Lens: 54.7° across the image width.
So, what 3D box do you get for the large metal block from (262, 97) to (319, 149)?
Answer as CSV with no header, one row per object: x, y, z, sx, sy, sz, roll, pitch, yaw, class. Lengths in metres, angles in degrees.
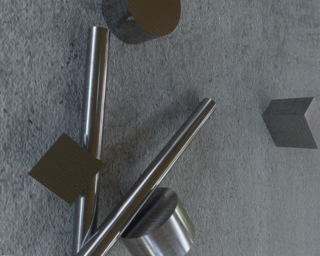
0.251,-0.009,0.579,0.050,0.080,0.080,-49,119,-29,large metal block

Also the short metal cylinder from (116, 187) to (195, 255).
-0.006,0.116,0.364,0.080,0.080,0.050,-41,115,-32,short metal cylinder

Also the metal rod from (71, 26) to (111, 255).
-0.077,0.040,0.340,0.025,0.025,0.298,6,86,-40,metal rod

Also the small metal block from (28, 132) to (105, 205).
-0.092,0.040,0.309,0.050,0.025,0.050,40,80,-10,small metal block

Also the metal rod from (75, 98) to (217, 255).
-0.007,0.057,0.379,0.301,0.025,0.025,-49,119,-36,metal rod

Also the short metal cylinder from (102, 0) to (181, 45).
-0.021,-0.145,0.370,0.081,0.050,0.080,0,90,-40,short metal cylinder
